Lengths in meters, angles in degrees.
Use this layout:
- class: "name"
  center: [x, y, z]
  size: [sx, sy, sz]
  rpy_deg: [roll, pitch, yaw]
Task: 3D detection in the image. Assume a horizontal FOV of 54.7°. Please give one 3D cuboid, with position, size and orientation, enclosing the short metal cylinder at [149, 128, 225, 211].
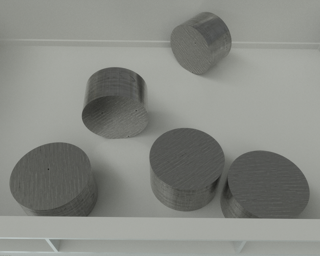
- class: "short metal cylinder"
  center: [0.029, 0.046, 0.350]
  size: [0.081, 0.050, 0.080]
  rpy_deg: [0, 50, 0]

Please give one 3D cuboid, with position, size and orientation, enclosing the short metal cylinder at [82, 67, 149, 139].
- class: "short metal cylinder"
  center: [-0.056, -0.030, 0.394]
  size: [0.081, 0.080, 0.050]
  rpy_deg: [-2, 50, -2]

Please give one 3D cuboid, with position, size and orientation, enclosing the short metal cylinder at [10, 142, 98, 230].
- class: "short metal cylinder"
  center: [-0.111, 0.062, 0.335]
  size: [0.081, 0.050, 0.080]
  rpy_deg: [0, 50, 0]

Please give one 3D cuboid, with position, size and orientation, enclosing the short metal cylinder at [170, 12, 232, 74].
- class: "short metal cylinder"
  center: [0.063, -0.131, 0.481]
  size: [0.080, 0.080, 0.050]
  rpy_deg: [37, 59, 26]

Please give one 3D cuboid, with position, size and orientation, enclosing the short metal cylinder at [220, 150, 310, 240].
- class: "short metal cylinder"
  center: [0.109, 0.071, 0.331]
  size: [0.081, 0.050, 0.080]
  rpy_deg: [0, 50, 0]
